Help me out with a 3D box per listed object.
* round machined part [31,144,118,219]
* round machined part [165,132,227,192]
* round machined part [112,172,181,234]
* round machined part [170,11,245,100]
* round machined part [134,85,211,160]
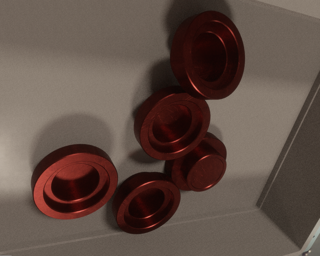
[{"bbox_3d":[-0.105,0.060,0.379,0.099,0.042,0.097,-14,125,-21],"label":"round machined part"},{"bbox_3d":[0.061,0.057,0.468,0.099,0.042,0.097,-14,125,-21],"label":"round machined part"},{"bbox_3d":[-0.023,0.103,0.451,0.099,0.042,0.097,-14,125,-21],"label":"round machined part"},{"bbox_3d":[0.051,-0.081,0.361,0.099,0.042,0.097,-3,95,-36],"label":"round machined part"},{"bbox_3d":[0.012,-0.010,0.399,0.099,0.042,0.097,-14,125,-20],"label":"round machined part"}]
